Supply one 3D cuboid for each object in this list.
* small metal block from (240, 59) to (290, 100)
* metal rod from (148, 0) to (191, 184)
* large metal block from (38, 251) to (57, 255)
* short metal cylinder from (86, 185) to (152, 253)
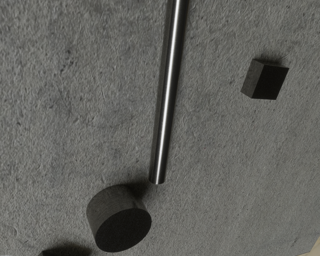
[{"bbox_3d":[0.152,-0.069,0.449,0.050,0.025,0.050,0,119,-29],"label":"small metal block"},{"bbox_3d":[0.011,-0.055,0.379,0.025,0.025,0.298,-8,122,-25],"label":"metal rod"},{"bbox_3d":[-0.161,0.236,0.449,0.080,0.050,0.080,-46,130,4],"label":"large metal block"},{"bbox_3d":[-0.059,0.128,0.439,0.081,0.050,0.079,-14,124,-21],"label":"short metal cylinder"}]
